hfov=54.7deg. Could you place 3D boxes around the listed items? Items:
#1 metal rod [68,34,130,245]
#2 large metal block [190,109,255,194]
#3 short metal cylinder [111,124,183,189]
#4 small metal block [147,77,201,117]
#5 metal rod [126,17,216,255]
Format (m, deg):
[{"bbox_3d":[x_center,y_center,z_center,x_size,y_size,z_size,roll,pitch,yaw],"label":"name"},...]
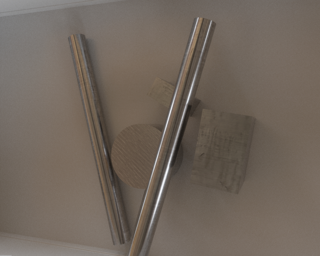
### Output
[{"bbox_3d":[-0.087,0.013,0.439,0.025,0.025,0.298,-15,85,19],"label":"metal rod"},{"bbox_3d":[0.075,0.023,0.354,0.050,0.080,0.079,11,94,19],"label":"large metal block"},{"bbox_3d":[-0.015,0.034,0.402,0.080,0.050,0.079,0,90,19],"label":"short metal cylinder"},{"bbox_3d":[0.019,-0.038,0.390,0.050,0.050,0.025,33,101,16],"label":"small metal block"},{"bbox_3d":[0.009,0.026,0.353,0.025,0.025,0.298,18,96,19],"label":"metal rod"}]
